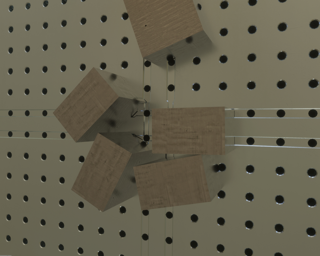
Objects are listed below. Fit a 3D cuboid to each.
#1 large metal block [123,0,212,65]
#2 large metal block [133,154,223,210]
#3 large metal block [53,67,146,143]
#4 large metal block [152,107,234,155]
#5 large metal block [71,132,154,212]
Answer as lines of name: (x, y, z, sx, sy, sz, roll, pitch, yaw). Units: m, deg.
large metal block: (0.010, -0.137, 0.396, 0.080, 0.050, 0.080, -20, 83, 19)
large metal block: (0.025, 0.060, 0.375, 0.080, 0.080, 0.050, -12, 86, 19)
large metal block: (-0.077, -0.028, 0.411, 0.080, 0.080, 0.050, -44, 76, 15)
large metal block: (0.043, 0.003, 0.369, 0.080, 0.080, 0.050, 0, 90, 20)
large metal block: (-0.057, 0.052, 0.404, 0.050, 0.080, 0.080, 30, 100, 17)
